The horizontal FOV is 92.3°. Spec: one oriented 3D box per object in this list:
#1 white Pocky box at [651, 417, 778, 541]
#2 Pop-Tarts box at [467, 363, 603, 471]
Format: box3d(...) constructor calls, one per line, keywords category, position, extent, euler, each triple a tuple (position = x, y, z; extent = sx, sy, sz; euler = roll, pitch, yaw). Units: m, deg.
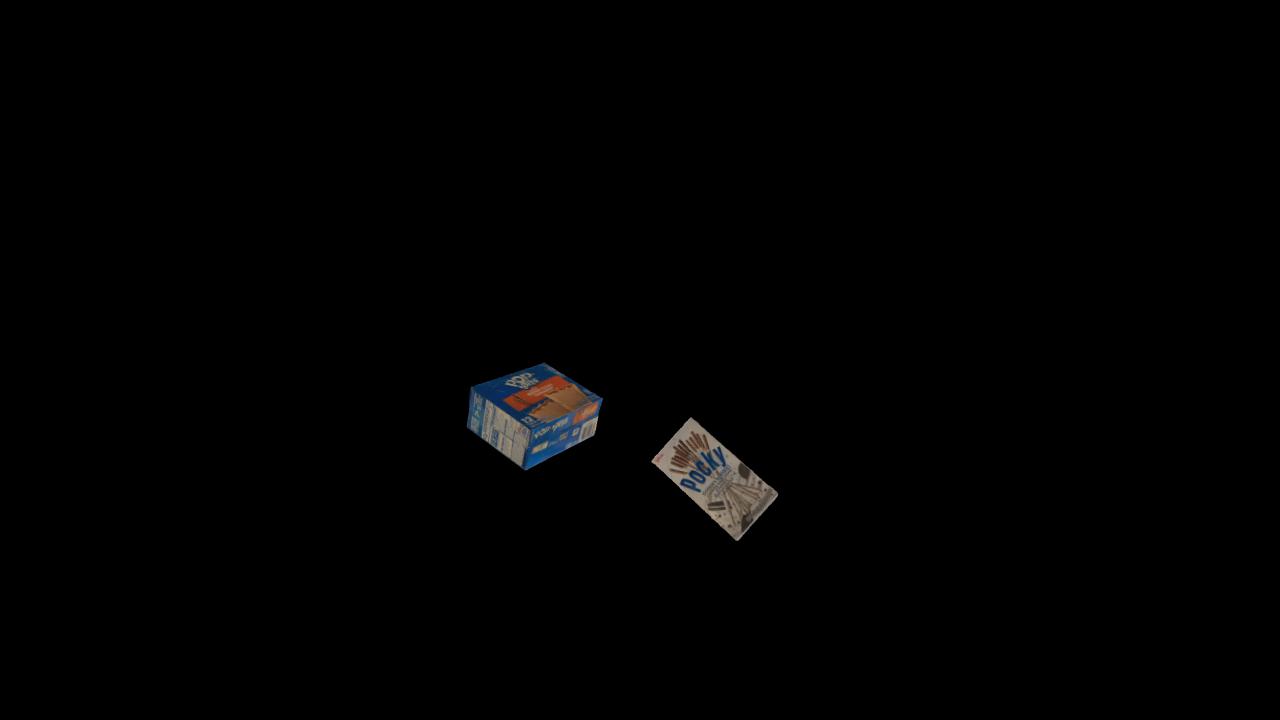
box3d(category="white Pocky box", position=(0.098, 0.157, 0.819), extent=(0.154, 0.084, 0.028), euler=(41, -5, 19))
box3d(category="Pop-Tarts box", position=(-0.171, 0.086, 1.009), extent=(0.141, 0.083, 0.167), euler=(29, 28, 27))
